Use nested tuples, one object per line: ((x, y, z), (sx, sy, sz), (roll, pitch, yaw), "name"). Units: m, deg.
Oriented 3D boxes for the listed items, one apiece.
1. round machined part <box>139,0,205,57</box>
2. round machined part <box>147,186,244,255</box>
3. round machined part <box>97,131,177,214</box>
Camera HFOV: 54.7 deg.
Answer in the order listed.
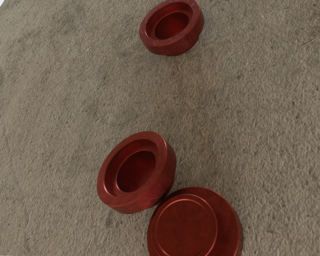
((0.021, -0.149, 0.473), (0.098, 0.042, 0.098), (-13, 56, 21), "round machined part")
((0.030, 0.105, 0.312), (0.098, 0.042, 0.098), (-13, 56, 21), "round machined part")
((-0.022, 0.055, 0.362), (0.098, 0.042, 0.098), (-24, 41, 23), "round machined part")
